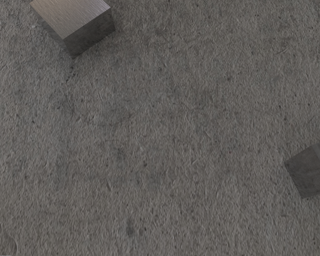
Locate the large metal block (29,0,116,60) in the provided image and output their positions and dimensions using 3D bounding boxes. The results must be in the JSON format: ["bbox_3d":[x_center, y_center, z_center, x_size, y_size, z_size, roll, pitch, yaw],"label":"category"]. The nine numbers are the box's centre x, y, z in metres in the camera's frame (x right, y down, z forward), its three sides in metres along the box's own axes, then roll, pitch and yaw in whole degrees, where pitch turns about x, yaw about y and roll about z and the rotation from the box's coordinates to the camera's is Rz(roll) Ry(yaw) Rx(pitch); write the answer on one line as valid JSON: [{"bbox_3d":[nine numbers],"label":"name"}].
[{"bbox_3d":[-0.125,-0.162,0.453,0.080,0.050,0.080,-40,75,-13],"label":"large metal block"}]

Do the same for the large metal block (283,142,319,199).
[{"bbox_3d":[0.208,0.041,0.365,0.080,0.080,0.050,-19,71,-7],"label":"large metal block"}]
